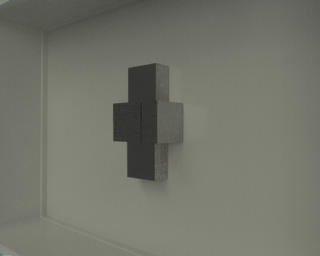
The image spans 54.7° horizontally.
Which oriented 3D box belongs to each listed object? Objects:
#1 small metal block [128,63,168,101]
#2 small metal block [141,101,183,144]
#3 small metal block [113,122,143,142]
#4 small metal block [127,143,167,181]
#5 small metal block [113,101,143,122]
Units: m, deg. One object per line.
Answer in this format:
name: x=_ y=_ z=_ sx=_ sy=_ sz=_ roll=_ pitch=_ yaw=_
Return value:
small metal block: x=-0.016 y=-0.058 z=0.418 sx=0.050 sy=0.025 sz=0.050 roll=0 pitch=90 yaw=40
small metal block: x=0.003 y=-0.007 z=0.386 sx=0.025 sy=0.050 sz=0.050 roll=0 pitch=90 yaw=40
small metal block: x=-0.026 y=0.005 z=0.410 sx=0.050 sy=0.050 sz=0.025 roll=0 pitch=90 yaw=40
small metal block: x=-0.018 y=0.043 z=0.419 sx=0.050 sy=0.025 sz=0.050 roll=0 pitch=90 yaw=40
small metal block: x=-0.026 y=-0.020 z=0.410 sx=0.050 sy=0.050 sz=0.025 roll=0 pitch=90 yaw=40
